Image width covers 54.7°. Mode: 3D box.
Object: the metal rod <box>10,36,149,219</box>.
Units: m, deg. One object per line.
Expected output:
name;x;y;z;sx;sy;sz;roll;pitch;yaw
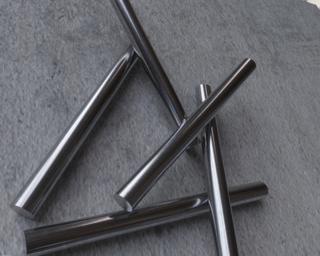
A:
metal rod;-0.078;-0.029;0.380;0.025;0.025;0.301;32;51;-8

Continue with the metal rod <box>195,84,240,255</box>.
metal rod;0.068;0.055;0.380;0.025;0.025;0.300;17;46;-19

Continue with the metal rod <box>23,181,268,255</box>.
metal rod;0.010;0.095;0.352;0.303;0.025;0.025;-4;64;-30

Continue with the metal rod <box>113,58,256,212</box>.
metal rod;0.051;-0.011;0.401;0.025;0.025;0.301;44;56;2

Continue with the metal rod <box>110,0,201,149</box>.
metal rod;-0.022;-0.109;0.428;0.025;0.025;0.299;-23;84;-36
